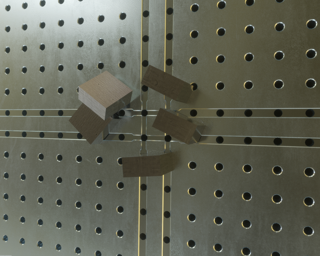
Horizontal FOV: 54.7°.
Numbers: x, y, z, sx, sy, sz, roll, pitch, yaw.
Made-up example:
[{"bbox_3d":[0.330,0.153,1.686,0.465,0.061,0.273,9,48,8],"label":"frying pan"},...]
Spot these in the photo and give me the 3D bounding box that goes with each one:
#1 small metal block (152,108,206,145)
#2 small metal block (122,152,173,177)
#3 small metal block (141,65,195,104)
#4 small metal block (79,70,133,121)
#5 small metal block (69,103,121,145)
[{"bbox_3d":[0.025,-0.003,0.390,0.050,0.050,0.025,26,99,17],"label":"small metal block"},{"bbox_3d":[-0.015,0.047,0.404,0.050,0.050,0.025,-5,88,19],"label":"small metal block"},{"bbox_3d":[0.011,-0.055,0.395,0.050,0.050,0.025,29,99,17],"label":"small metal block"},{"bbox_3d":[-0.074,-0.045,0.422,0.050,0.050,0.025,38,142,16],"label":"small metal block"},{"bbox_3d":[-0.094,-0.012,0.444,0.050,0.025,0.050,45,104,14],"label":"small metal block"}]
